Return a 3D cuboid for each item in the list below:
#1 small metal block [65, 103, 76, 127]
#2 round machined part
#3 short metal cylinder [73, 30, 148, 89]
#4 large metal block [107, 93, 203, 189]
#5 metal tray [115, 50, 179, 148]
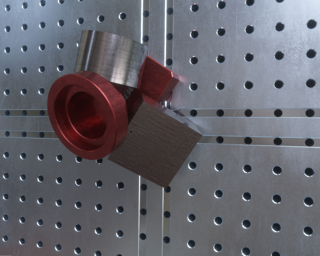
[{"bbox_3d":[-0.105,-0.027,0.402,0.025,0.050,0.050,20,97,18],"label":"small metal block"},{"bbox_3d":[-0.076,-0.017,0.350,0.098,0.042,0.097,12,116,27],"label":"round machined part"},{"bbox_3d":[-0.059,-0.080,0.371,0.080,0.080,0.050,14,95,19],"label":"short metal cylinder"},{"bbox_3d":[-0.008,0.015,0.382,0.080,0.050,0.080,30,101,-14],"label":"large metal block"},{"bbox_3d":[-0.046,-0.040,0.426,0.090,0.030,0.129,36,101,16],"label":"metal tray"}]
